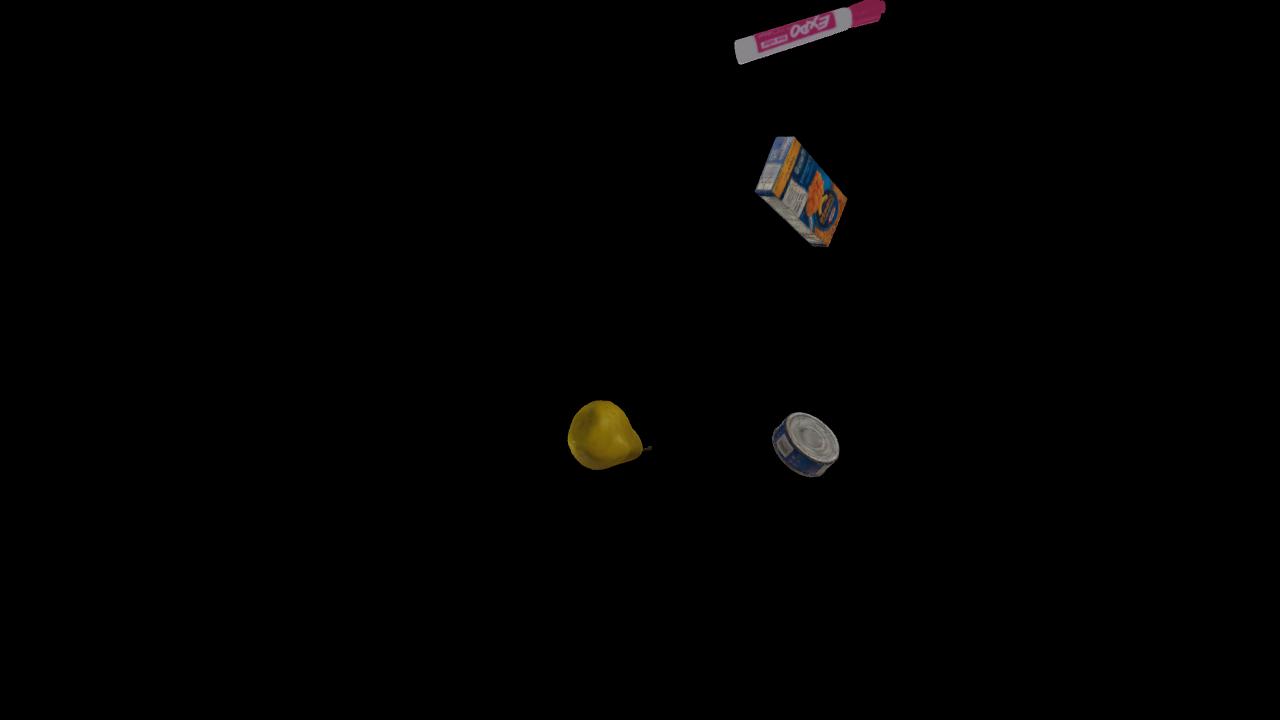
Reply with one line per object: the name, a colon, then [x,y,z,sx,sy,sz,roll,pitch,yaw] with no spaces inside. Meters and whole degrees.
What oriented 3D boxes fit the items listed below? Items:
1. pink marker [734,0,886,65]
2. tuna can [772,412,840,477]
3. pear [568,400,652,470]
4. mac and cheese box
pink marker: [0.137,-0.267,0.498,0.121,0.020,0.020,-15,-1,5]
tuna can: [0.218,0.109,0.807,0.084,0.084,0.034,0,-42,-31]
pear: [-0.031,0.099,0.726,0.111,0.080,0.080,38,-22,-32]
mac and cheese box: [0.257,-0.259,0.967,0.184,0.093,0.041,25,-5,-43]
